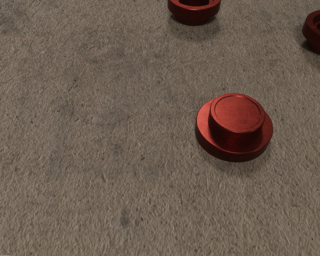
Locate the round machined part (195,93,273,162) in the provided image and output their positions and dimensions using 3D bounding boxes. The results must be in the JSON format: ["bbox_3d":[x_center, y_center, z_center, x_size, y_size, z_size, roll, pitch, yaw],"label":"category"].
[{"bbox_3d":[0.096,-0.008,0.400,0.099,0.042,0.098,0,50,0],"label":"round machined part"}]

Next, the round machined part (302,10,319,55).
[{"bbox_3d":[0.293,-0.158,0.529,0.099,0.042,0.098,0,50,0],"label":"round machined part"}]

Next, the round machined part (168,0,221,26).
[{"bbox_3d":[0.063,-0.230,0.586,0.099,0.042,0.098,0,50,0],"label":"round machined part"}]
